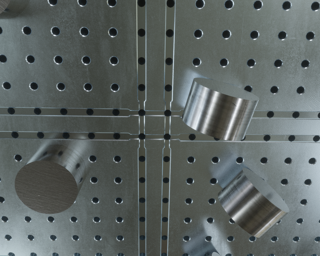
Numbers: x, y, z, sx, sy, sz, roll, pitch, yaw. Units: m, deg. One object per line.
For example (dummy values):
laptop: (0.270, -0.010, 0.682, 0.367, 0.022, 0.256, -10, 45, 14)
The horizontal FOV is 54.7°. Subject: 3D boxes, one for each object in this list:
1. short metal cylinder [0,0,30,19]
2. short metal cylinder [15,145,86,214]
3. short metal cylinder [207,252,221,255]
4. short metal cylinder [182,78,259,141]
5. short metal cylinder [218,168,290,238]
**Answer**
short metal cylinder: (-0.190, -0.161, 0.338, 0.081, 0.050, 0.079, 0, 110, -1)
short metal cylinder: (-0.147, 0.069, 0.424, 0.081, 0.050, 0.079, 0, 110, -1)
short metal cylinder: (0.083, 0.240, 0.474, 0.050, 0.080, 0.080, -37, 106, 12)
short metal cylinder: (0.072, -0.025, 0.376, 0.081, 0.080, 0.050, 14, 110, -6)
short metal cylinder: (0.127, 0.100, 0.423, 0.080, 0.080, 0.050, 36, 106, -13)
